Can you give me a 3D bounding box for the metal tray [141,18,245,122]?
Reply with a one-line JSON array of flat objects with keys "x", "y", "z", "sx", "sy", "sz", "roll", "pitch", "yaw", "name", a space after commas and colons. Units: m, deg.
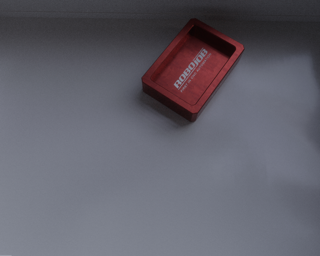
[{"x": 0.047, "y": -0.084, "z": 0.438, "sx": 0.090, "sy": 0.030, "sz": 0.130, "roll": 34, "pitch": 73, "yaw": 11, "name": "metal tray"}]
